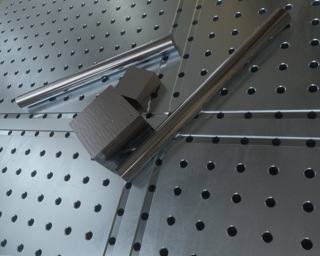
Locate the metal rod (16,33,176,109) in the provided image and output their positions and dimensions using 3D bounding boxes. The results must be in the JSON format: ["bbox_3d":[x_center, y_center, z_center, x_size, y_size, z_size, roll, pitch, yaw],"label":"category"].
[{"bbox_3d":[-0.116,-0.091,0.522,0.301,0.025,0.025,-18,55,17],"label":"metal rod"}]

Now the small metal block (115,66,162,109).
[{"bbox_3d":[-0.035,-0.062,0.463,0.050,0.025,0.050,21,73,35],"label":"small metal block"}]

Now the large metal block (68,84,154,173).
[{"bbox_3d":[-0.065,0.000,0.425,0.080,0.050,0.080,-43,51,-2],"label":"large metal block"}]

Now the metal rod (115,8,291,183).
[{"bbox_3d":[0.058,-0.044,0.403,0.300,0.025,0.025,-45,51,-4],"label":"metal rod"}]
